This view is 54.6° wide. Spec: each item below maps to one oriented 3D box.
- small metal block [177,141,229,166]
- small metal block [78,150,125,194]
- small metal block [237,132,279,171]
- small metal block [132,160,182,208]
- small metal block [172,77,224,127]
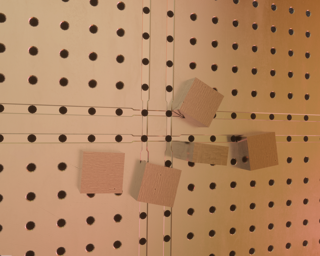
[{"bbox_3d":[0.057,0.034,0.420,0.050,0.050,0.025,8,88,-20],"label":"small metal block"},{"bbox_3d":[-0.073,0.054,0.386,0.050,0.025,0.050,4,89,-20],"label":"small metal block"},{"bbox_3d":[0.147,0.034,0.466,0.050,0.025,0.050,-8,93,-20],"label":"small metal block"},{"bbox_3d":[-0.004,0.074,0.411,0.050,0.025,0.050,15,85,-19],"label":"small metal block"},{"bbox_3d":[0.053,-0.035,0.432,0.050,0.025,0.050,30,80,-18],"label":"small metal block"}]
